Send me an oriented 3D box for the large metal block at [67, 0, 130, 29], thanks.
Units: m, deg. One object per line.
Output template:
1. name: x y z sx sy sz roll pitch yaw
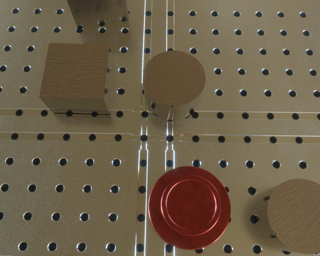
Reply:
1. large metal block: -0.090 -0.195 0.453 0.081 0.080 0.050 -6 70 -2

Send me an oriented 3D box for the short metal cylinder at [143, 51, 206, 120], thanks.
1. short metal cylinder: 0.018 -0.057 0.419 0.081 0.050 0.080 0 70 0

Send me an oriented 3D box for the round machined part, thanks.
1. round machined part: 0.035 0.093 0.369 0.099 0.042 0.098 0 70 0

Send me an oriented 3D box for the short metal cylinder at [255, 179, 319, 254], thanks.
1. short metal cylinder: 0.158 0.103 0.362 0.081 0.050 0.080 0 70 0

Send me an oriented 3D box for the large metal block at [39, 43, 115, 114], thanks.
1. large metal block: -0.109 -0.066 0.422 0.080 0.050 0.080 2 70 0
